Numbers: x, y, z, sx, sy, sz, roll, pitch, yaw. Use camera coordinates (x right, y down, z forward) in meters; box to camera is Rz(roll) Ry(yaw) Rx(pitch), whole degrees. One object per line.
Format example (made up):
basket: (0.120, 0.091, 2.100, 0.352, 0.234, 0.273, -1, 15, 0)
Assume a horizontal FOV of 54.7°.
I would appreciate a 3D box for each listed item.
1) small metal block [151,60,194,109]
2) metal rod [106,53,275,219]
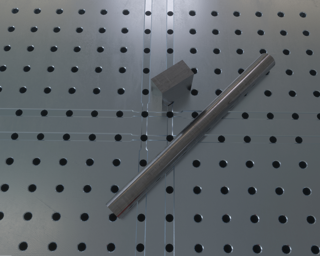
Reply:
small metal block: (0.016, -0.058, 0.420, 0.050, 0.050, 0.025, -34, 74, -11)
metal rod: (0.049, 0.001, 0.411, 0.301, 0.025, 0.025, -43, 76, -14)
